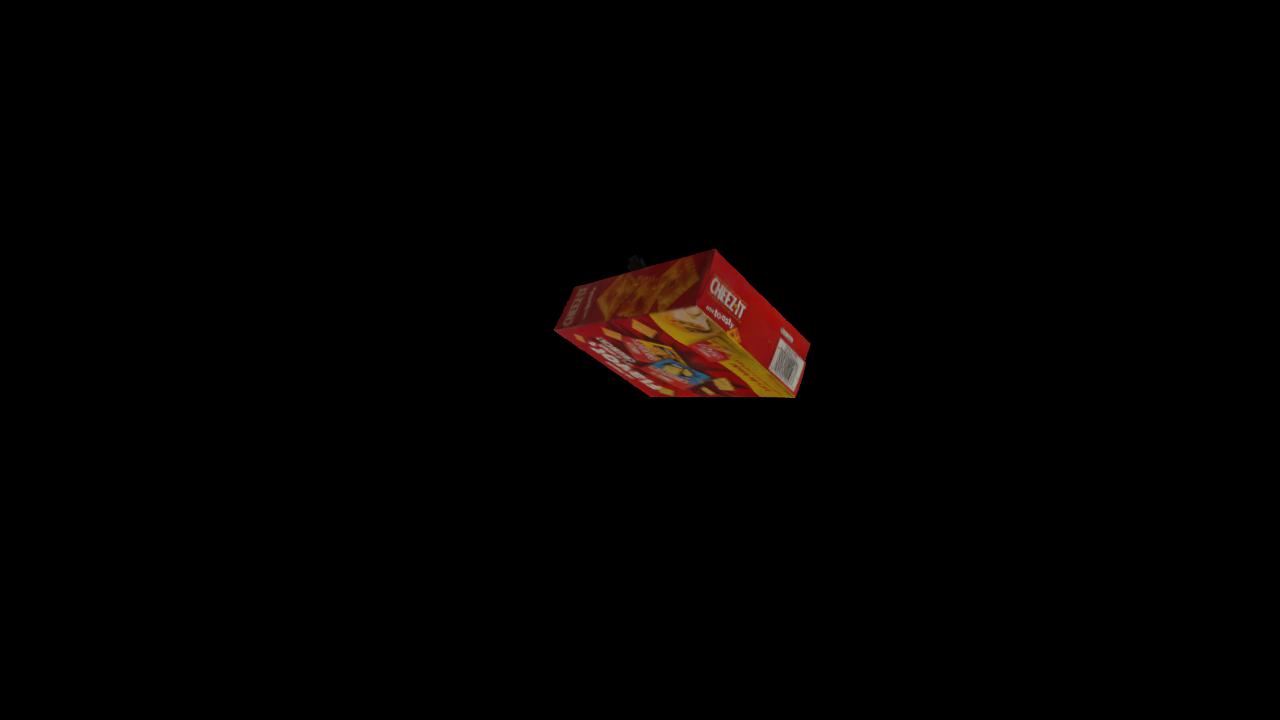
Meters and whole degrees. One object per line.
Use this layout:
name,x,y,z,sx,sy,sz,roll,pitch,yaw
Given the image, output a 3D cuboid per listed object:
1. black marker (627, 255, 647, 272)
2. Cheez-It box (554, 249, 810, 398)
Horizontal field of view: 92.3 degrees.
black marker,0.022,-0.057,0.654,0.020,0.121,0.020,-29,18,10
Cheez-It box,0.040,-0.024,0.653,0.166,0.071,0.223,37,-26,-32
